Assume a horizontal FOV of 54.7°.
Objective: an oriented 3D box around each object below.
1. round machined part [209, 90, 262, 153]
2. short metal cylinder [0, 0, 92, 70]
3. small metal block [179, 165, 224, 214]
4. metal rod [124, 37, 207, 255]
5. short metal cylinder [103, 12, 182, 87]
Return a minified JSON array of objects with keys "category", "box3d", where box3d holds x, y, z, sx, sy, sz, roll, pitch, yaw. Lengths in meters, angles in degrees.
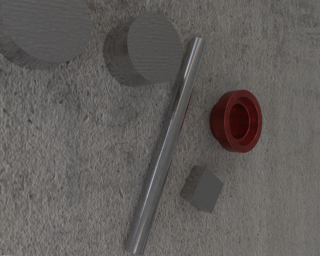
[{"category":"round machined part","box3d":[0.117,-0.010,0.491,0.099,0.042,0.097,0,90,-40]},{"category":"short metal cylinder","box3d":[-0.113,-0.098,0.293,0.081,0.050,0.079,0,90,-40]},{"category":"small metal block","box3d":[0.063,0.091,0.457,0.050,0.025,0.050,43,64,-32]},{"category":"metal rod","box3d":[0.012,0.013,0.414,0.025,0.025,0.299,29,72,-37]},{"category":"short metal cylinder","box3d":[-0.020,-0.091,0.372,0.081,0.050,0.079,0,90,-40]}]
